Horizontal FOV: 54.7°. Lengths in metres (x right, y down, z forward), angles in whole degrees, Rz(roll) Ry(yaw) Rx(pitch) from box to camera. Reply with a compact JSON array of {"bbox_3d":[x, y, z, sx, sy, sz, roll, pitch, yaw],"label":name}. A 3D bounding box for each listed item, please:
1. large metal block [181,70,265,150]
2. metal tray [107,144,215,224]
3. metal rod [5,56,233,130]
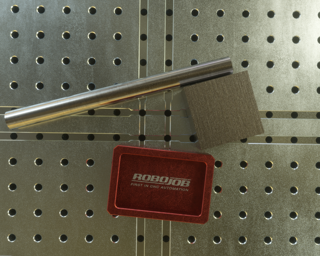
[{"bbox_3d":[0.078,-0.022,0.402,0.080,0.050,0.080,-15,90,-1],"label":"large metal block"},{"bbox_3d":[0.001,0.073,0.410,0.131,0.030,0.089,6,90,-1],"label":"metal tray"},{"bbox_3d":[-0.053,-0.047,0.412,0.302,0.025,0.025,-14,90,-1],"label":"metal rod"}]
